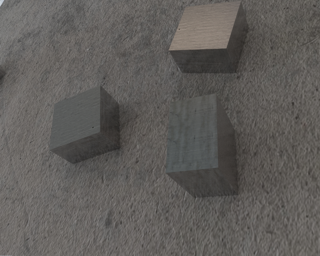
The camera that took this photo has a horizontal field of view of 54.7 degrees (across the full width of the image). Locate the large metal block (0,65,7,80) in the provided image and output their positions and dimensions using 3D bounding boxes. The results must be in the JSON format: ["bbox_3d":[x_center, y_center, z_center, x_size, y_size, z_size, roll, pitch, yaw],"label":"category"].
[{"bbox_3d":[-0.389,-0.119,0.646,0.080,0.080,0.050,-47,51,-5],"label":"large metal block"}]

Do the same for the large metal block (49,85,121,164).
[{"bbox_3d":[-0.106,-0.004,0.446,0.080,0.050,0.080,-19,54,17],"label":"large metal block"}]

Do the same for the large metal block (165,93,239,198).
[{"bbox_3d":[0.047,0.022,0.330,0.050,0.080,0.080,-10,58,23],"label":"large metal block"}]

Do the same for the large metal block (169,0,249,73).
[{"bbox_3d":[0.069,-0.123,0.427,0.080,0.050,0.080,6,65,31],"label":"large metal block"}]
